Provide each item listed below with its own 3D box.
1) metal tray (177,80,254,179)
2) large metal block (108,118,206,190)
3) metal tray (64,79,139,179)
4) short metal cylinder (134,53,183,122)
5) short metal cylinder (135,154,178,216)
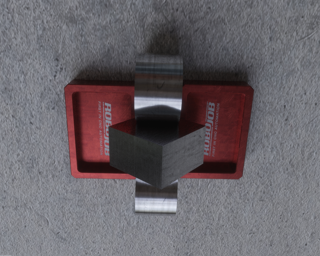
[{"bbox_3d":[0.068,0.004,0.411,0.091,0.030,0.129,1,110,-1],"label":"metal tray"},{"bbox_3d":[-0.003,0.021,0.367,0.080,0.081,0.050,18,116,36],"label":"large metal block"},{"bbox_3d":[-0.073,0.003,0.409,0.091,0.030,0.129,1,110,-1],"label":"metal tray"},{"bbox_3d":[-0.002,-0.047,0.364,0.050,0.080,0.079,2,110,-1],"label":"short metal cylinder"},{"bbox_3d":[-0.005,0.075,0.409,0.050,0.080,0.079,2,110,-1],"label":"short metal cylinder"}]
